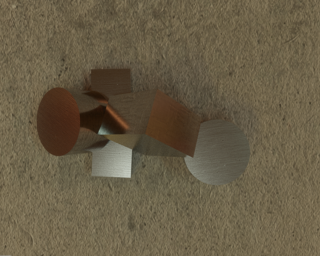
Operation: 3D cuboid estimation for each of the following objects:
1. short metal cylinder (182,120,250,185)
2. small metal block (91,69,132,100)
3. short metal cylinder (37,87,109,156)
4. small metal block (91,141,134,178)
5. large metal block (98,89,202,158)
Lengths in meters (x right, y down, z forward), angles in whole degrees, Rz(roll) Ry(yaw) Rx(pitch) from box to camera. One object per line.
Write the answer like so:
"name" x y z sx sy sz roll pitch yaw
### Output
"short metal cylinder" 0.069 0.029 0.400 0.081 0.050 0.079 0 90 -1
"small metal block" -0.063 -0.051 0.410 0.050 0.025 0.050 -1 90 -1
"short metal cylinder" -0.105 -0.008 0.379 0.080 0.050 0.079 1 91 35
"small metal block" -0.062 0.038 0.410 0.050 0.025 0.050 3 90 -1
"large metal block" -0.011 -0.002 0.365 0.080 0.080 0.050 29 68 -42
